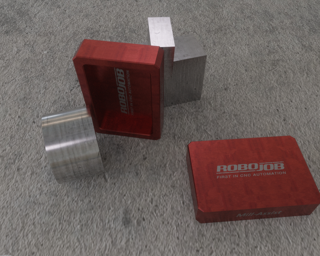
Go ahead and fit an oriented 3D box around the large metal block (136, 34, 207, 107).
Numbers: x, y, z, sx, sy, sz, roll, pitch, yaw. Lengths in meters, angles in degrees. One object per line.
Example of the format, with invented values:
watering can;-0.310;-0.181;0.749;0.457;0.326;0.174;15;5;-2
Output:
large metal block;0.014;-0.077;0.432;0.081;0.080;0.050;-13;52;-11

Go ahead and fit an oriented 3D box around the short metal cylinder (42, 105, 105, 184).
short metal cylinder;-0.097;0.018;0.352;0.050;0.080;0.080;-13;51;-11

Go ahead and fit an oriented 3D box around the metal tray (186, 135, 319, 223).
metal tray;0.101;0.056;0.354;0.131;0.030;0.090;-3;50;-3

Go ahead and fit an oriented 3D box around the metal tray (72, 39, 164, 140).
metal tray;-0.042;-0.039;0.367;0.090;0.129;0.030;7;53;6

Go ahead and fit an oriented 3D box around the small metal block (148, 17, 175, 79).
small metal block;0.000;-0.092;0.361;0.025;0.050;0.050;-3;56;-5
